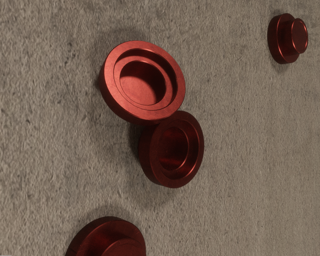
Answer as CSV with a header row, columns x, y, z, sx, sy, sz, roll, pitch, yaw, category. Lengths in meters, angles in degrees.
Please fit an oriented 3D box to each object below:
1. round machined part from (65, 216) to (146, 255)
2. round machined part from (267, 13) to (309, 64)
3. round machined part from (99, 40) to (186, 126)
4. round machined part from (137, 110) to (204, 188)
x,y,z,sx,sy,sz,roll,pitch,yaw,category
-0.054,0.154,0.350,0.099,0.042,0.097,0,90,-40,round machined part
0.258,-0.178,0.614,0.099,0.042,0.097,0,90,-40,round machined part
-0.023,-0.049,0.361,0.099,0.042,0.098,9,68,-23,round machined part
0.010,0.026,0.401,0.099,0.042,0.097,-4,96,-43,round machined part
